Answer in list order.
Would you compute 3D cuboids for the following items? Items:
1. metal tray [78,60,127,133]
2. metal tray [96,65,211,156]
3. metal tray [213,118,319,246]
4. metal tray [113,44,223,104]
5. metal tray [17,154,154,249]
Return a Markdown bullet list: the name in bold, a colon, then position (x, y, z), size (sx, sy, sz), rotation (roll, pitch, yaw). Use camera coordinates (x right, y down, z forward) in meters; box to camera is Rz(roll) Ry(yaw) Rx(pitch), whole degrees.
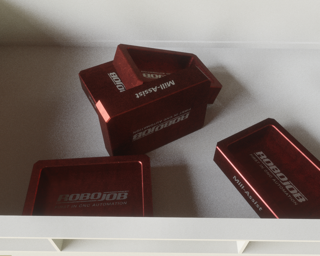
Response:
- **metal tray**: position (-0.049, -0.046, 0.440), size (0.091, 0.030, 0.130), rotation (-23, 54, -18)
- **metal tray**: position (-0.005, -0.014, 0.374), size (0.131, 0.090, 0.030), rotation (-23, 54, -18)
- **metal tray**: position (0.135, 0.054, 0.356), size (0.091, 0.030, 0.130), rotation (-23, 54, -19)
- **metal tray**: position (0.011, -0.074, 0.429), size (0.131, 0.030, 0.090), rotation (-1, 43, -31)
- **metal tray**: position (-0.074, 0.077, 0.336), size (0.131, 0.030, 0.090), rotation (-3, 50, -3)
